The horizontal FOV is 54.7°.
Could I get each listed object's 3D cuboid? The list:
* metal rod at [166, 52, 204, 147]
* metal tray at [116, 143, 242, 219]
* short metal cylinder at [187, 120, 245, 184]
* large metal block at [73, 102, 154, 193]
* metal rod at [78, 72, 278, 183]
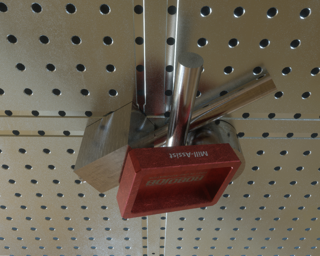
[{"bbox_3d":[0.019,0.031,0.409,0.025,0.025,0.298,3,140,-3],"label":"metal rod"},{"bbox_3d":[0.021,0.062,0.369,0.131,0.030,0.089,-2,133,-24],"label":"metal tray"},{"bbox_3d":[0.071,0.035,0.425,0.081,0.050,0.079,0,130,0],"label":"short metal cylinder"},{"bbox_3d":[-0.055,0.025,0.395,0.080,0.080,0.050,-27,125,21],"label":"large metal block"},{"bbox_3d":[0.009,0.008,0.419,0.300,0.025,0.025,-27,126,20],"label":"metal rod"}]
